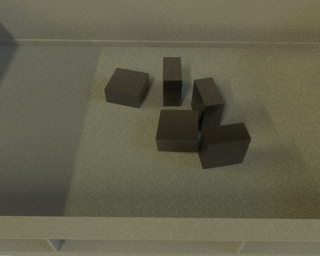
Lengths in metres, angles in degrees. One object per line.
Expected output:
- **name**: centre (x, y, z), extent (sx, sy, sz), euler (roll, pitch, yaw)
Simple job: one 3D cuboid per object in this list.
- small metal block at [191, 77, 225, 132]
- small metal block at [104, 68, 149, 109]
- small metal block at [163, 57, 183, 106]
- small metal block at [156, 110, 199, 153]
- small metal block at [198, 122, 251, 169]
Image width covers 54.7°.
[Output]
- **small metal block**: centre (0.063, -0.031, 0.416), extent (0.025, 0.050, 0.050), euler (-9, 51, -8)
- **small metal block**: centre (-0.047, -0.059, 0.454), extent (0.050, 0.025, 0.050), euler (12, 51, 9)
- **small metal block**: centre (0.017, -0.066, 0.445), extent (0.025, 0.050, 0.050), euler (0, 50, 0)
- **small metal block**: centre (0.024, 0.003, 0.399), extent (0.050, 0.025, 0.050), euler (1, 50, 9)
- **small metal block**: centre (0.075, 0.022, 0.371), extent (0.050, 0.050, 0.025), euler (-8, 51, -7)
